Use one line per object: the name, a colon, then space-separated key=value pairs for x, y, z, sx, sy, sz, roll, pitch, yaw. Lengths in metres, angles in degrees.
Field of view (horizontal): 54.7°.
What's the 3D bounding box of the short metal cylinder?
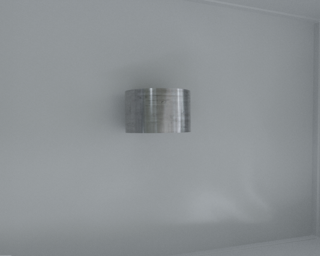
short metal cylinder: x=-0.003 y=-0.020 z=0.381 sx=0.081 sy=0.080 sz=0.050 roll=-1 pitch=91 yaw=-20
